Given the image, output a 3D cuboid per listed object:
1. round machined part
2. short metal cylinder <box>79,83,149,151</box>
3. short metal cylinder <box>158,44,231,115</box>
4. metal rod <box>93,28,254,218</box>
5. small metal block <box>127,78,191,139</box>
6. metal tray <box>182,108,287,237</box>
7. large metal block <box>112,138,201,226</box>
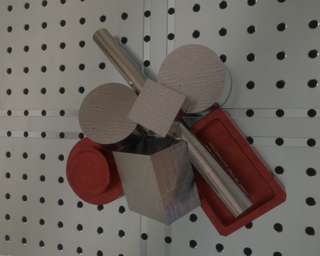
[{"bbox_3d":[-0.090,0.059,0.430,0.098,0.042,0.097,0,90,19],"label":"round machined part"},{"bbox_3d":[-0.057,-0.012,0.404,0.080,0.050,0.080,-3,73,10],"label":"short metal cylinder"},{"bbox_3d":[0.044,-0.057,0.380,0.080,0.050,0.079,0,90,20],"label":"short metal cylinder"},{"bbox_3d":[0.003,-0.022,0.381,0.025,0.025,0.300,-45,67,14],"label":"metal rod"},{"bbox_3d":[-0.001,-0.021,0.353,0.050,0.025,0.050,28,91,18],"label":"small metal block"},{"bbox_3d":[0.077,0.052,0.379,0.090,0.030,0.130,-38,78,16],"label":"metal tray"},{"bbox_3d":[-0.005,0.059,0.369,0.080,0.050,0.080,-1,107,53],"label":"large metal block"}]
